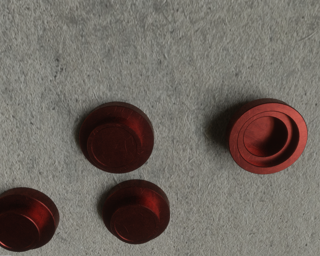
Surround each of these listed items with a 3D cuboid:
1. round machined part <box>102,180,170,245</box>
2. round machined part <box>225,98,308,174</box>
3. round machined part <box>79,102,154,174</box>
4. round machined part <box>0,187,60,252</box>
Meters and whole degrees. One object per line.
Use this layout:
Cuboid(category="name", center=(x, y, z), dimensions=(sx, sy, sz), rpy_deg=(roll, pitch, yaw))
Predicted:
Cuboid(category="round machined part", center=(-0.035, 0.127, 0.447), dimensions=(0.099, 0.042, 0.097), rpy_deg=(0, 110, 0))
Cuboid(category="round machined part", center=(0.134, 0.008, 0.405), dimensions=(0.099, 0.042, 0.097), rpy_deg=(0, 110, 0))
Cuboid(category="round machined part", center=(-0.057, 0.018, 0.407), dimensions=(0.099, 0.042, 0.097), rpy_deg=(0, 110, 0))
Cuboid(category="round machined part", center=(-0.202, 0.139, 0.450), dimensions=(0.099, 0.042, 0.097), rpy_deg=(0, 110, 0))
